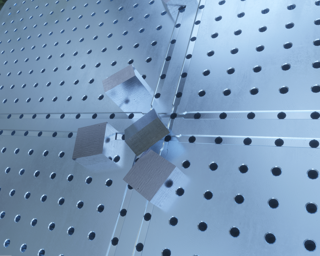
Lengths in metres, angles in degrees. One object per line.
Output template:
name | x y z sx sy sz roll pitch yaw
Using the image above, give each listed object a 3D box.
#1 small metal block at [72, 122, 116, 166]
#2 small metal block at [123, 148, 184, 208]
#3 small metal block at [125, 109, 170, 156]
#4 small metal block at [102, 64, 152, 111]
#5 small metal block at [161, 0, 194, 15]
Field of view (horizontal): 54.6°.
small metal block | -0.094 0.023 0.445 0.050 0.025 0.050 -11 57 22
small metal block | -0.008 0.059 0.377 0.050 0.025 0.050 31 79 38
small metal block | -0.018 0.004 0.401 0.050 0.025 0.050 -36 17 4
small metal block | -0.048 -0.058 0.454 0.050 0.050 0.025 -28 52 11
small metal block | 0.027 -0.232 0.537 0.050 0.025 0.050 -31 52 8
